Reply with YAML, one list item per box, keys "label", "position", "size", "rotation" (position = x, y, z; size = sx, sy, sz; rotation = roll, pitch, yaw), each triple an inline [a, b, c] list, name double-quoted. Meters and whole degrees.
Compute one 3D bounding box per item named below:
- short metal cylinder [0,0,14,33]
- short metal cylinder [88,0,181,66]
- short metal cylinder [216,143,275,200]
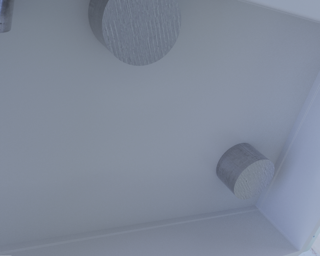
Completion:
- label: "short metal cylinder"
  position: [-0.150, -0.107, 0.225]
  size: [0.081, 0.080, 0.050]
  rotation: [5, 116, -31]
- label: "short metal cylinder"
  position: [-0.026, -0.109, 0.312]
  size: [0.081, 0.050, 0.079]
  rotation: [-14, 125, -21]
- label: "short metal cylinder"
  position: [0.142, 0.072, 0.517]
  size: [0.081, 0.050, 0.079]
  rotation: [-14, 125, -21]
